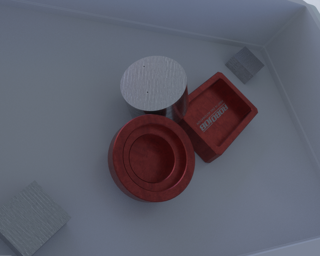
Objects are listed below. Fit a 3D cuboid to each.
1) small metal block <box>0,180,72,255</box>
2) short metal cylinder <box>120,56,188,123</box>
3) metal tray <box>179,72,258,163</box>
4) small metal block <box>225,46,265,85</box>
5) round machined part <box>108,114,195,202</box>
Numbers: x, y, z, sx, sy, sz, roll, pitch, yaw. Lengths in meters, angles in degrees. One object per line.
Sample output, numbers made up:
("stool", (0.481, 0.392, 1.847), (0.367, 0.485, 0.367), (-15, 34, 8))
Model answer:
("small metal block", (-0.121, 0.086, 0.288), (0.050, 0.025, 0.050), (45, 51, 2))
("short metal cylinder", (-0.005, -0.044, 0.393), (0.080, 0.050, 0.080), (-3, 63, 6))
("metal tray", (0.081, -0.020, 0.459), (0.090, 0.030, 0.131), (47, 51, 4))
("small metal block", (0.154, -0.114, 0.561), (0.050, 0.025, 0.050), (47, 51, 4))
("round machined part", (-0.012, 0.036, 0.358), (0.099, 0.042, 0.098), (7, 73, -23))
